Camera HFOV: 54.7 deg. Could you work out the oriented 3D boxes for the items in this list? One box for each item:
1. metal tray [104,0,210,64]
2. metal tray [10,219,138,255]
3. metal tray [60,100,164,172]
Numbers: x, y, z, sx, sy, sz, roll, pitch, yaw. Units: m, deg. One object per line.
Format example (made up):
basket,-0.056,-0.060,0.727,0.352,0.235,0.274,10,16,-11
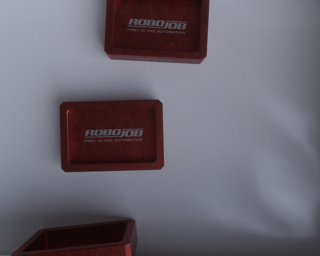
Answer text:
metal tray,-0.004,-0.135,0.408,0.131,0.030,0.089,3,90,-1
metal tray,-0.096,0.146,0.377,0.131,0.090,0.030,-6,90,-1
metal tray,-0.061,0.010,0.408,0.131,0.030,0.089,-1,90,-1
